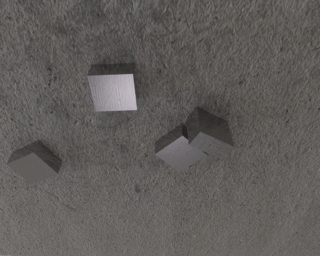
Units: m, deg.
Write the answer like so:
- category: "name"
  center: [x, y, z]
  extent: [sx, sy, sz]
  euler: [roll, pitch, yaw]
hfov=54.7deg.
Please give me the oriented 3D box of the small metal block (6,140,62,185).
- category: "small metal block"
  center: [-0.181, 0.051, 0.448]
  extent: [0.050, 0.025, 0.050]
  euler: [-22, 127, 17]

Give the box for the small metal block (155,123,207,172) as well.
- category: "small metal block"
  center: [0.029, 0.028, 0.432]
  extent: [0.050, 0.025, 0.050]
  euler: [-37, 122, 27]

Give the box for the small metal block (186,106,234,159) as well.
- category: "small metal block"
  center: [0.063, 0.006, 0.396]
  extent: [0.050, 0.050, 0.025]
  euler: [24, 126, -19]

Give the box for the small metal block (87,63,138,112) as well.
- category: "small metal block"
  center: [-0.054, -0.048, 0.366]
  extent: [0.050, 0.025, 0.050]
  euler: [-2, 130, 1]
